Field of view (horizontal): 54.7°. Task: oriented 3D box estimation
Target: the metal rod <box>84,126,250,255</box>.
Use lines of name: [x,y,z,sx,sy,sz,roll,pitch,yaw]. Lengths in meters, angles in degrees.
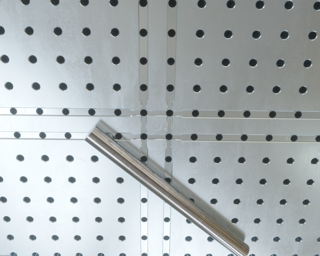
metal rod: [0.018,0.100,0.450,0.300,0.025,0.025,40,105,-14]
